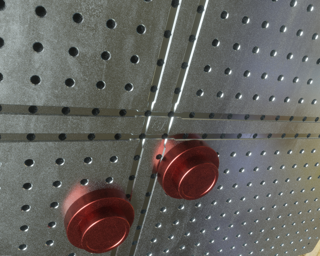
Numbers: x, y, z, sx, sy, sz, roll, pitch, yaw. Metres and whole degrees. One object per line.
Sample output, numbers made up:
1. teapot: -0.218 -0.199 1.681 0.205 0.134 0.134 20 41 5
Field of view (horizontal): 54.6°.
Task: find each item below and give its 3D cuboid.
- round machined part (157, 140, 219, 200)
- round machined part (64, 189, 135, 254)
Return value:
1. round machined part: 0.049 0.070 0.469 0.099 0.042 0.097 -14 124 -21
2. round machined part: -0.082 0.138 0.440 0.099 0.042 0.097 -14 124 -21
